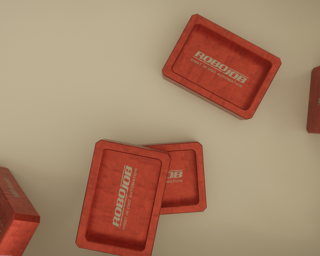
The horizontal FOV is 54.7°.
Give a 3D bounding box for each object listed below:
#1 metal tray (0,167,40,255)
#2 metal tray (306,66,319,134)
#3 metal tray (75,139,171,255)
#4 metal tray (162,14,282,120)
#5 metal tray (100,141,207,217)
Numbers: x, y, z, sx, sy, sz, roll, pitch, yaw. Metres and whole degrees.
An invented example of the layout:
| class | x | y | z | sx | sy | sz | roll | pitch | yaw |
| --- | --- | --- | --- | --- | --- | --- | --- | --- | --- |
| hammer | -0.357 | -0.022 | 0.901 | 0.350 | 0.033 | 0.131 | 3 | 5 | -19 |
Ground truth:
| class | x | y | z | sx | sy | sz | roll | pitch | yaw |
| --- | --- | --- | --- | --- | --- | --- | --- | --- | --- |
| metal tray | -0.197 | 0.109 | 0.364 | 0.030 | 0.130 | 0.090 | 29 | 89 | -46 |
| metal tray | 0.220 | -0.036 | 0.362 | 0.030 | 0.130 | 0.089 | 5 | 90 | 0 |
| metal tray | -0.043 | 0.085 | 0.377 | 0.091 | 0.030 | 0.129 | 11 | 90 | -1 |
| metal tray | 0.079 | -0.078 | 0.409 | 0.130 | 0.030 | 0.090 | 28 | 90 | -1 |
| metal tray | -0.008 | 0.066 | 0.408 | 0.131 | 0.030 | 0.089 | -4 | 90 | -1 |
